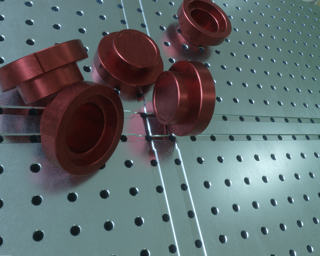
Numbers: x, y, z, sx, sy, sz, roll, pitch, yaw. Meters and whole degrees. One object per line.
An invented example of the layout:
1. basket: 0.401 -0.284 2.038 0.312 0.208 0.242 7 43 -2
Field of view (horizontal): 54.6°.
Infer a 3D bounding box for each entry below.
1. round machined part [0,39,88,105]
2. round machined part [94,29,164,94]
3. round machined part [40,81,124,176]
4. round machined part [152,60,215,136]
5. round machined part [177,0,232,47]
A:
1. round machined part: -0.123 -0.058 0.338 0.099 0.098 0.042 -35 109 -38
2. round machined part: -0.039 -0.100 0.437 0.099 0.042 0.098 13 56 -21
3. round machined part: -0.086 -0.002 0.329 0.042 0.097 0.098 18 44 29
4. round machined part: 0.024 -0.038 0.397 0.042 0.098 0.098 -1 62 -29
5. round machined part: 0.074 -0.182 0.547 0.099 0.042 0.098 13 56 -21
